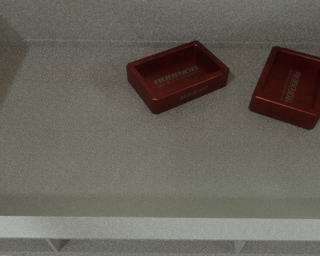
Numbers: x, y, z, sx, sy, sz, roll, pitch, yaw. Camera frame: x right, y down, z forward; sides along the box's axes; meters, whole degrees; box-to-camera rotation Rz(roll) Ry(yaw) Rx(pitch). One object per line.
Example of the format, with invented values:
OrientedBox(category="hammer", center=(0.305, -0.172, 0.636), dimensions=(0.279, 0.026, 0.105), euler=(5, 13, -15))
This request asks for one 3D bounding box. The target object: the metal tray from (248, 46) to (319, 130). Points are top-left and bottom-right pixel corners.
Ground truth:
OrientedBox(category="metal tray", center=(0.194, -0.064, 0.458), dimensions=(0.090, 0.030, 0.130), euler=(21, 53, 16))

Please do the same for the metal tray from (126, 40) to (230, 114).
OrientedBox(category="metal tray", center=(0.026, -0.081, 0.469), dimensions=(0.131, 0.030, 0.090), euler=(-24, 54, -19))
